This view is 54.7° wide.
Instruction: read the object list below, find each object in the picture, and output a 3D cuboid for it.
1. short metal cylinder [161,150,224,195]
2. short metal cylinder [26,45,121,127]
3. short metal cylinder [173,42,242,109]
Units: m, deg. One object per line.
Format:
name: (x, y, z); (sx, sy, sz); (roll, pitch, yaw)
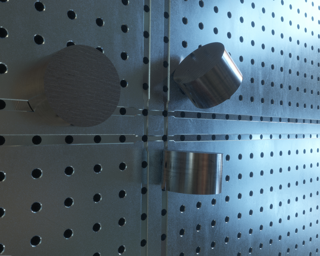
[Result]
short metal cylinder: (0.043, 0.056, 0.412); (0.081, 0.080, 0.050); (5, 87, -40)
short metal cylinder: (-0.089, -0.041, 0.320); (0.081, 0.050, 0.079); (0, 90, -40)
short metal cylinder: (0.066, -0.073, 0.431); (0.050, 0.080, 0.080); (48, 62, -30)
